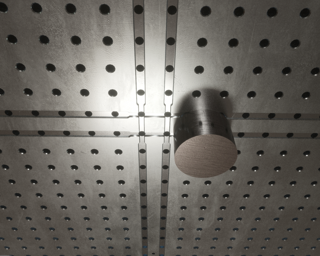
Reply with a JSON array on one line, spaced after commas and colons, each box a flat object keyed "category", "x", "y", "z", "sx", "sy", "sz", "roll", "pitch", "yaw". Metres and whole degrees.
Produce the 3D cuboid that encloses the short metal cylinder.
[{"category": "short metal cylinder", "x": 0.059, "y": 0.022, "z": 0.415, "sx": 0.081, "sy": 0.050, "sz": 0.079, "roll": 0, "pitch": 130, "yaw": 0}]
